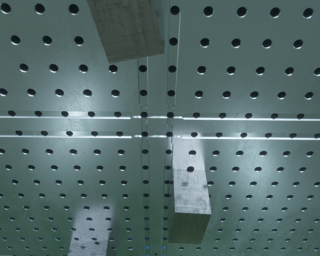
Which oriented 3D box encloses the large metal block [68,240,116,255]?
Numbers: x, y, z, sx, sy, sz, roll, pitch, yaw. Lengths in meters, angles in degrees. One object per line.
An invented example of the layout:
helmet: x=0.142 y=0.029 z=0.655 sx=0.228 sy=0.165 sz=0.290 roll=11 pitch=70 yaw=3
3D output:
large metal block: x=-0.137 y=0.273 z=0.607 sx=0.080 sy=0.080 sz=0.050 roll=-10 pitch=129 yaw=8

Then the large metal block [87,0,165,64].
large metal block: x=-0.029 y=-0.116 z=0.276 sx=0.050 sy=0.080 sz=0.080 roll=-9 pitch=130 yaw=8

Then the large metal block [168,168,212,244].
large metal block: x=0.042 y=0.121 z=0.478 sx=0.050 sy=0.080 sz=0.080 roll=4 pitch=130 yaw=-4
